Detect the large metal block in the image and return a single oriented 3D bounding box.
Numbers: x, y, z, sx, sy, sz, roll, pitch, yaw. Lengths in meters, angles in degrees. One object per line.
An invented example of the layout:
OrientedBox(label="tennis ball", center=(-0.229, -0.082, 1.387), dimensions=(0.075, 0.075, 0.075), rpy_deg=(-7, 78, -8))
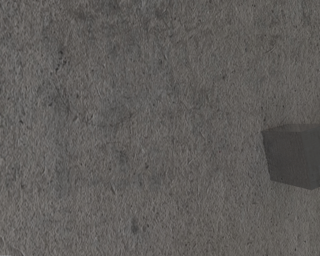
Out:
OrientedBox(label="large metal block", center=(0.202, 0.038, 0.454), dimensions=(0.050, 0.080, 0.080), rpy_deg=(-14, 95, -19))
